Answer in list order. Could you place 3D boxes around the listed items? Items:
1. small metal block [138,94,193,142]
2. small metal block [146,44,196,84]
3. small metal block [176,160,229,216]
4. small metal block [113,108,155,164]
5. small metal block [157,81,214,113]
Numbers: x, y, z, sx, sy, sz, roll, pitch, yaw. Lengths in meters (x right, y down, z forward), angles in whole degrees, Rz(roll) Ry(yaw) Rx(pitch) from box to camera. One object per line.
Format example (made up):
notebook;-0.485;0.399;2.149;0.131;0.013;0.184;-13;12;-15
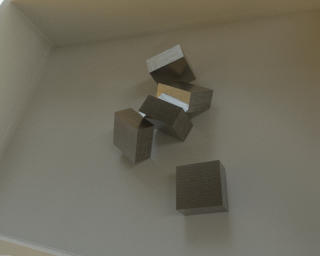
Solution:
small metal block;0.008;-0.012;0.387;0.050;0.050;0.025;25;77;29
small metal block;0.016;-0.081;0.429;0.050;0.050;0.025;-23;54;14
small metal block;0.046;0.066;0.340;0.050;0.025;0.050;-12;57;21
small metal block;-0.035;0.009;0.398;0.025;0.050;0.050;-19;40;-36
small metal block;0.032;-0.041;0.394;0.050;0.050;0.025;22;113;36
